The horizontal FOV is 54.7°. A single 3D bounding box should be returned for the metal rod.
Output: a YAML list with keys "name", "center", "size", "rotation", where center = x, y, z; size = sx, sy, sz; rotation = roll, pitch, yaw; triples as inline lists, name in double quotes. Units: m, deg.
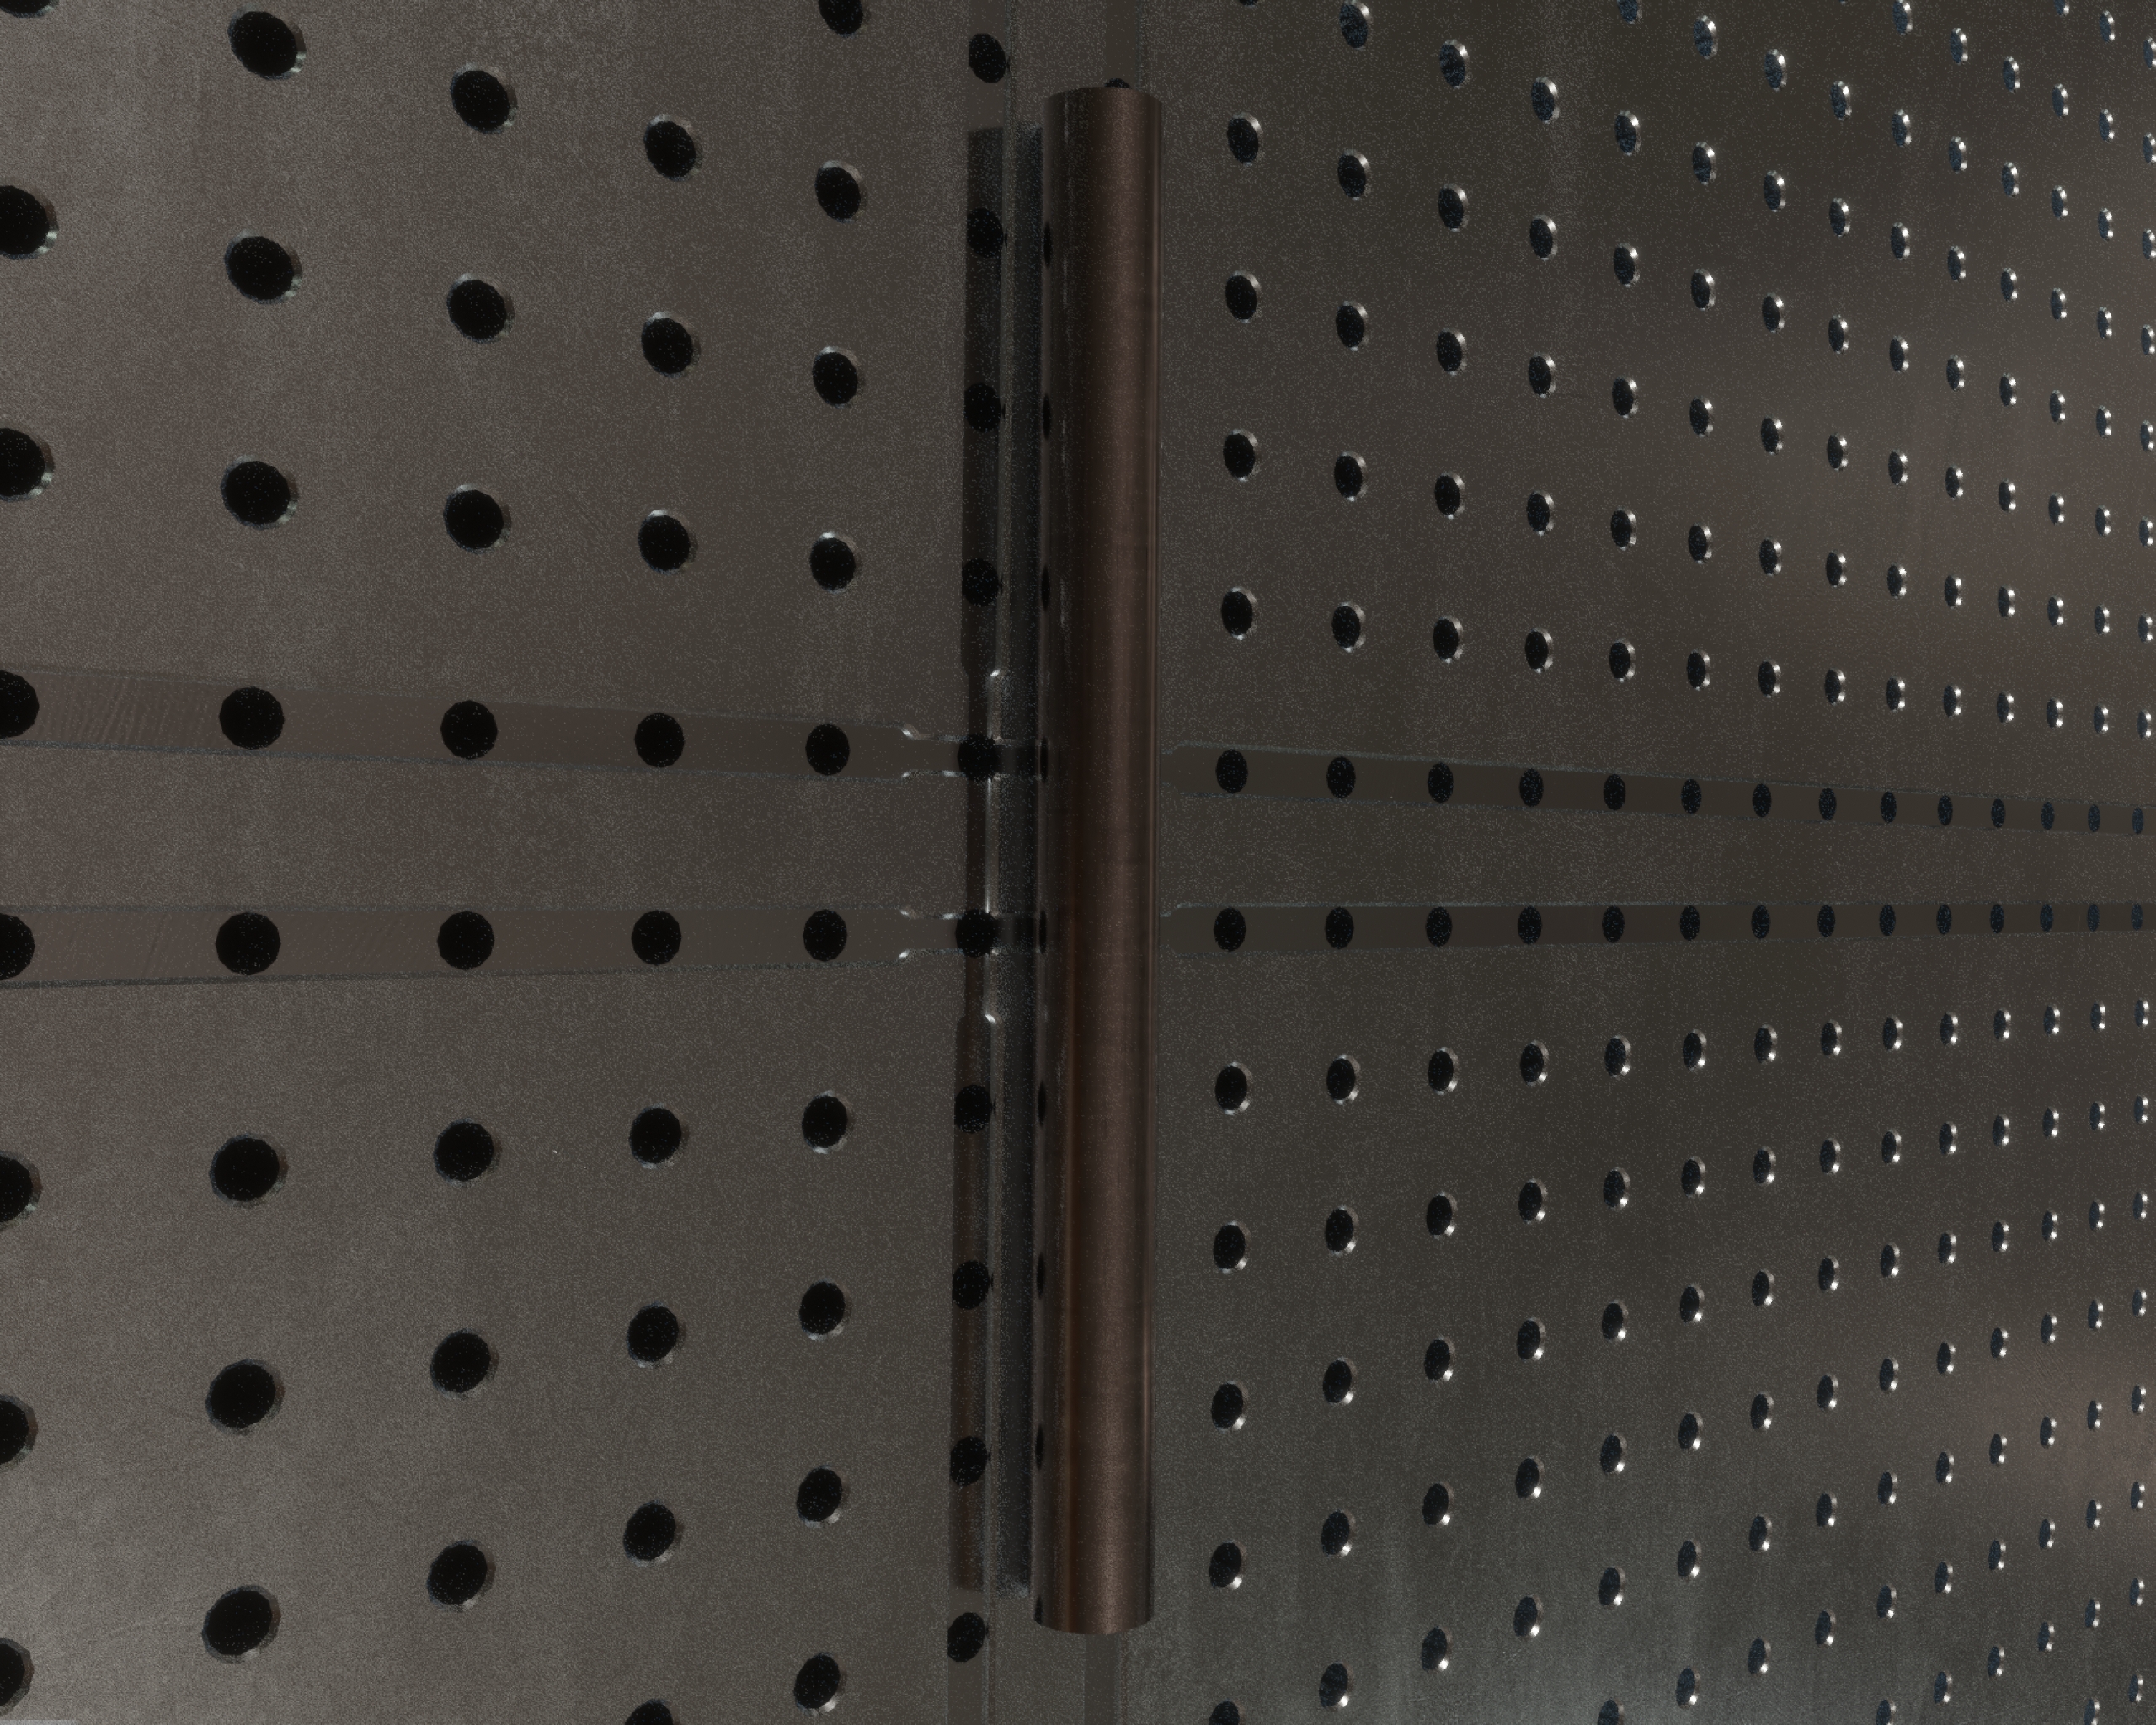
- name: "metal rod"
  center: [0.004, -0.001, 0.414]
  size: [0.025, 0.025, 0.298]
  rotation: [1, 90, -40]
